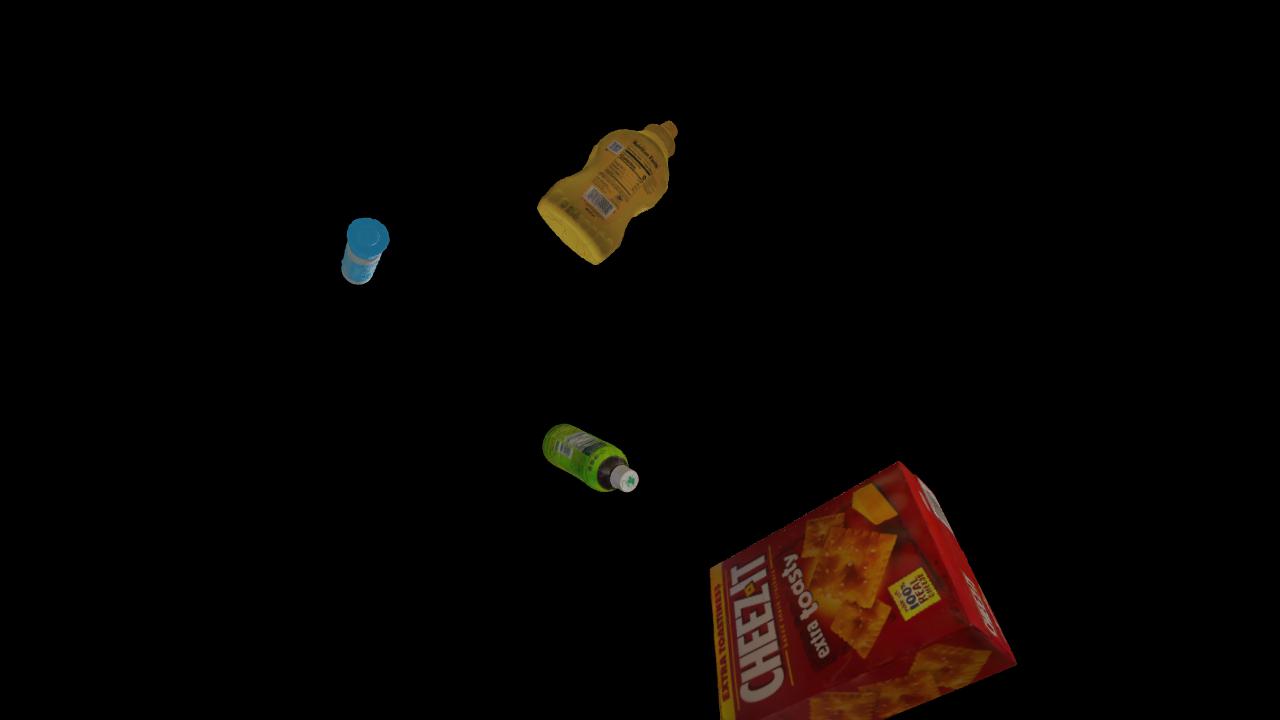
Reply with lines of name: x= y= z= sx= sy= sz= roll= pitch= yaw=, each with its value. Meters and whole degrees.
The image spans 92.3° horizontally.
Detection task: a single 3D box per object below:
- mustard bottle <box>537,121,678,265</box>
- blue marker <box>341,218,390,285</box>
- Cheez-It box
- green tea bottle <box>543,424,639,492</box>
mustard bottle: x=-0.018 y=-0.194 z=0.660 sx=0.092 sy=0.184 sz=0.054 roll=42 pitch=-19 yaw=-6
blue marker: x=-0.155 y=-0.059 z=0.343 sx=0.020 sy=0.020 sz=0.121 roll=0 pitch=-1 yaw=-27
Cheez-It box: x=0.164 y=0.209 z=0.520 sx=0.223 sy=0.071 sz=0.166 roll=-40 pitch=22 yaw=24
green tea bottle: x=-0.072 y=0.148 z=0.905 sx=0.073 sy=0.073 sz=0.212 roll=0 pitch=7 yaw=-31
